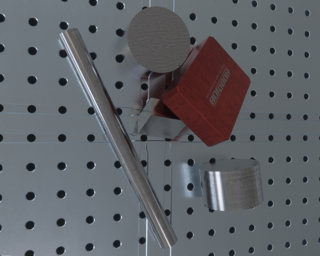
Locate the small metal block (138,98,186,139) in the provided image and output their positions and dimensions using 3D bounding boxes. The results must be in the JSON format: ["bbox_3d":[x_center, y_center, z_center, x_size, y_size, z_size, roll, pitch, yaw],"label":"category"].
[{"bbox_3d":[0.003,-0.011,0.397,0.050,0.050,0.025,9,59,-20],"label":"small metal block"}]

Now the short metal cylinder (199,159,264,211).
[{"bbox_3d":[0.096,0.074,0.419,0.081,0.080,0.050,-9,93,-20],"label":"short metal cylinder"}]

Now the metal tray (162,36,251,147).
[{"bbox_3d":[0.066,-0.051,0.404,0.090,0.030,0.130,44,49,-15],"label":"metal tray"}]

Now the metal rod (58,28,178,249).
[{"bbox_3d":[-0.049,0.020,0.394,0.025,0.025,0.299,-27,99,-18],"label":"metal rod"}]

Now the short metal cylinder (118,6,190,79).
[{"bbox_3d":[-0.008,-0.106,0.396,0.081,0.050,0.079,0,90,-20],"label":"short metal cylinder"}]
